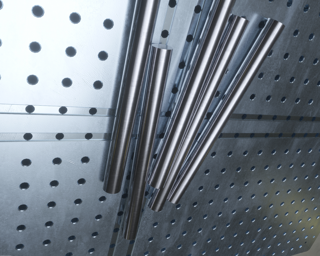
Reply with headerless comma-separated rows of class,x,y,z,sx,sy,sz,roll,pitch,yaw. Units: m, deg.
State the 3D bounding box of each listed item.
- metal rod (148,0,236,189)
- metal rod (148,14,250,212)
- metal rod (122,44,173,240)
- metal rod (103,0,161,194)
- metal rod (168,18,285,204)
metal rod,0.041,-0.052,0.396,0.025,0.025,0.298,7,113,-32
metal rod,0.046,-0.007,0.433,0.025,0.025,0.298,9,114,-33
metal rod,-0.023,0.037,0.422,0.025,0.025,0.298,-4,120,-27
metal rod,-0.034,-0.048,0.364,0.025,0.025,0.298,-1,119,-29
metal rod,0.087,-0.014,0.452,0.025,0.025,0.298,17,110,-35
